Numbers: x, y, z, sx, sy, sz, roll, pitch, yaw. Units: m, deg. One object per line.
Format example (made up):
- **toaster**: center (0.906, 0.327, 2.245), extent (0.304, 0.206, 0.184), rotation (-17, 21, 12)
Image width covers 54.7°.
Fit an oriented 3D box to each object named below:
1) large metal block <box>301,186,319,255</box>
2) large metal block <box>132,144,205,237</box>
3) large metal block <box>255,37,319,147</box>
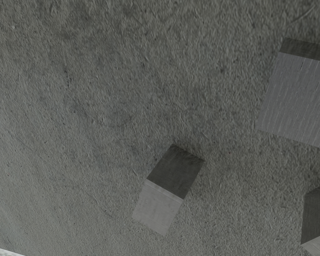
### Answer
- **large metal block**: center (0.200, 0.093, 0.323), extent (0.050, 0.080, 0.080), rotation (40, 129, 1)
- **large metal block**: center (0.011, 0.082, 0.416), extent (0.050, 0.080, 0.079), rotation (28, 128, 10)
- **large metal block**: center (0.145, -0.032, 0.294), extent (0.080, 0.050, 0.079), rotation (18, 126, 17)
